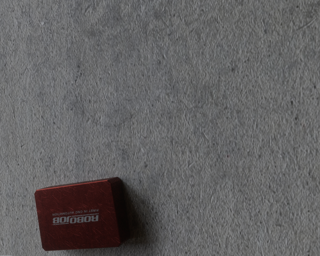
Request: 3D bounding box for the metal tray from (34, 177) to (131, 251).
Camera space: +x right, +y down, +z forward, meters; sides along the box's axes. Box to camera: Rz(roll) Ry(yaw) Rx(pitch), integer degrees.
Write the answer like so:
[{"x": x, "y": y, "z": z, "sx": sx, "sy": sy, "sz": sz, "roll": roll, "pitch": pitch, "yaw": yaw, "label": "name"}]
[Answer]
[{"x": -0.114, "y": 0.124, "z": 0.446, "sx": 0.130, "sy": 0.030, "sz": 0.089, "roll": -11, "pitch": 86, "yaw": 19, "label": "metal tray"}]
